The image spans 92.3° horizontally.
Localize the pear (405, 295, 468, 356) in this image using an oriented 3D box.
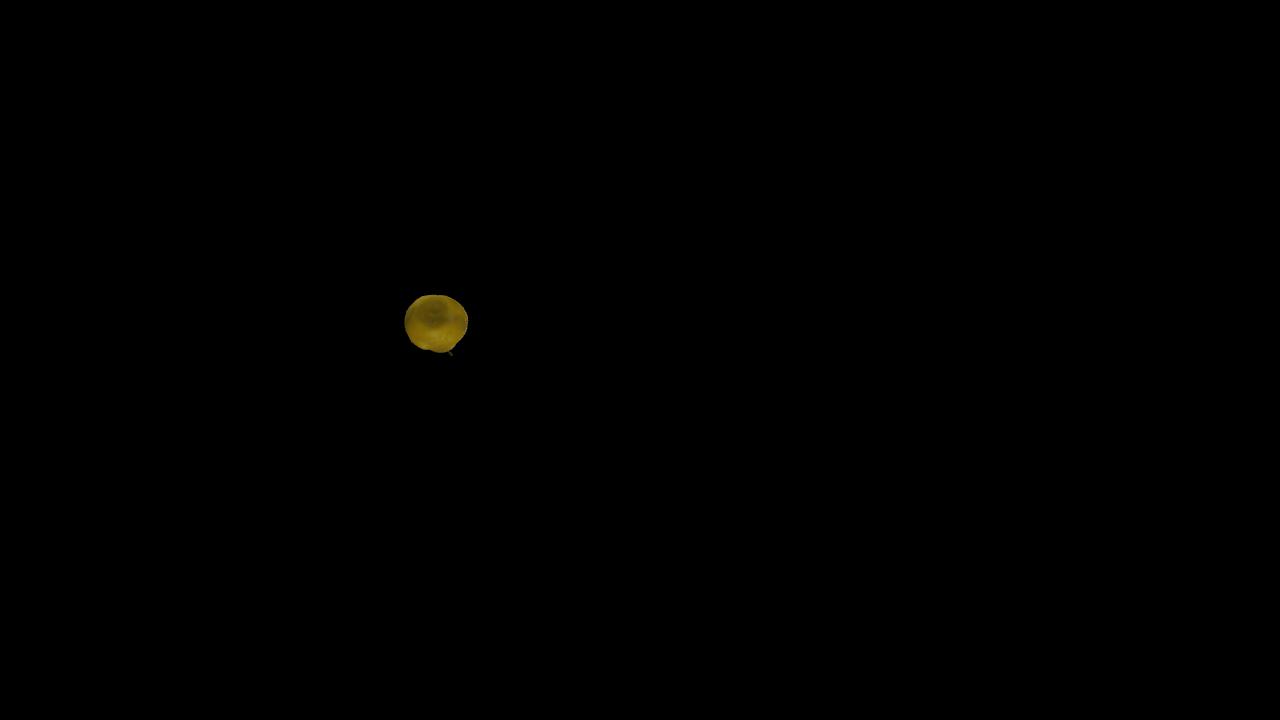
[{"bbox_3d":[-0.274,-0.039,0.829,0.080,0.080,0.111,0,-28,-17],"label":"pear"}]
